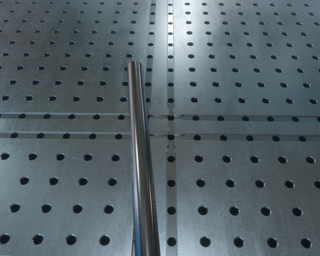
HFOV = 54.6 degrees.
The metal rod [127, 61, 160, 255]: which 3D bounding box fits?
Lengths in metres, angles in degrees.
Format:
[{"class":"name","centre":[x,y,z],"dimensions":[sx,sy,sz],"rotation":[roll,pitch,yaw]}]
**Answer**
[{"class":"metal rod","centre":[-0.025,0.019,0.391],"dimensions":[0.025,0.025,0.300],"rotation":[-4,50,-3]}]
